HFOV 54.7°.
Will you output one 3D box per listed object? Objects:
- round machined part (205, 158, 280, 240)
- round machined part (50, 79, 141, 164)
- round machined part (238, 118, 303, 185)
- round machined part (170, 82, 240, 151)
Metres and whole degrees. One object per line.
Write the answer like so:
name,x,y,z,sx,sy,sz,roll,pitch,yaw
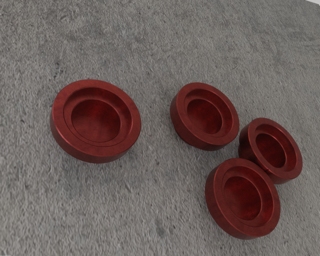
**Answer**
round machined part,0.098,0.090,0.390,0.099,0.042,0.098,13,56,-21
round machined part,-0.075,-0.004,0.355,0.099,0.042,0.098,14,56,-21
round machined part,0.154,0.037,0.450,0.099,0.042,0.098,16,52,-22
round machined part,0.058,-0.012,0.431,0.099,0.042,0.098,14,56,-21
